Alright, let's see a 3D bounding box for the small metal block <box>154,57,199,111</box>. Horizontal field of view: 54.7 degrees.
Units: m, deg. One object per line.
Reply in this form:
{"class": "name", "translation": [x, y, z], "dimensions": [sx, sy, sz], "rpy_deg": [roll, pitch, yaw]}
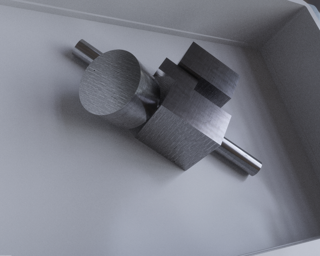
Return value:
{"class": "small metal block", "translation": [0.013, -0.054, 0.400], "dimensions": [0.050, 0.050, 0.025], "rpy_deg": [35, 51, -5]}

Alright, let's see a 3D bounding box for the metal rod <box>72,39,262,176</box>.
{"class": "metal rod", "translation": [0.014, -0.025, 0.429], "dimensions": [0.301, 0.025, 0.025], "rpy_deg": [34, 51, -6]}

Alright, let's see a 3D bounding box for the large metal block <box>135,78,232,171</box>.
{"class": "large metal block", "translation": [0.027, -0.001, 0.386], "dimensions": [0.080, 0.080, 0.050], "rpy_deg": [34, 51, -6]}

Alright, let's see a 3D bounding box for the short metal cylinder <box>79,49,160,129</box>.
{"class": "short metal cylinder", "translation": [-0.047, -0.044, 0.364], "dimensions": [0.050, 0.080, 0.080], "rpy_deg": [37, 35, -59]}

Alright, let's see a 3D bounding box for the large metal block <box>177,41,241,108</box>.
{"class": "large metal block", "translation": [0.051, -0.058, 0.435], "dimensions": [0.080, 0.080, 0.050], "rpy_deg": [35, 51, -6]}
